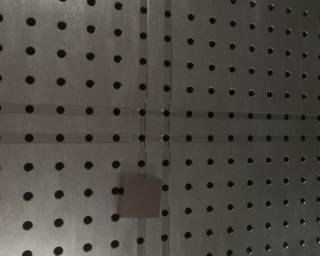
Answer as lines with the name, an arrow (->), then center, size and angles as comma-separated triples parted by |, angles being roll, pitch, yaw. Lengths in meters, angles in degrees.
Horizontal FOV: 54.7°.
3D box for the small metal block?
small metal block -> -0.027, 0.089, 0.404 | 0.050, 0.025, 0.050 | 6, 88, -20
